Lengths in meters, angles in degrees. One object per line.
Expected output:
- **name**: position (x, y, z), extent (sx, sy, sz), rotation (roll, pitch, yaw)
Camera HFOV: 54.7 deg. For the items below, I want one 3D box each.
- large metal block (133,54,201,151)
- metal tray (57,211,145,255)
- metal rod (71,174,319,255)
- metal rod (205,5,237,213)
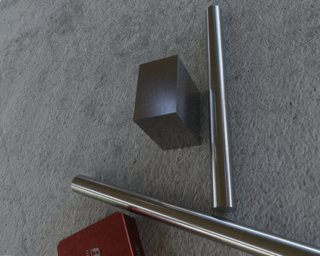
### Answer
- **large metal block**: position (0.012, -0.028, 0.378), extent (0.050, 0.080, 0.080), rotation (-10, 57, 22)
- **metal tray**: position (-0.057, 0.167, 0.327), extent (0.090, 0.030, 0.130), rotation (-29, 52, 9)
- **metal rod**: position (0.018, 0.095, 0.335), extent (0.300, 0.025, 0.025), rotation (9, 66, 31)
- **metal rod**: position (0.073, -0.046, 0.392), extent (0.025, 0.025, 0.299), rotation (-10, 57, 22)
